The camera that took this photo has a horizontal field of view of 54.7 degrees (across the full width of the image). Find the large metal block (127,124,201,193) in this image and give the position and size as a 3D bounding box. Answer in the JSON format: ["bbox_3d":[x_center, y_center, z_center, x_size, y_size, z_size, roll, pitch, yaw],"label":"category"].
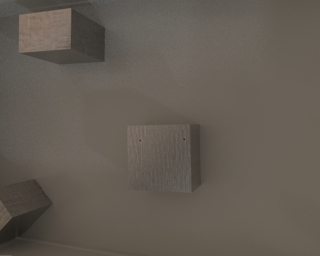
[{"bbox_3d":[0.006,0.036,0.395,0.080,0.050,0.080,-1,90,20],"label":"large metal block"}]

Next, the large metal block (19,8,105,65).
[{"bbox_3d":[-0.132,-0.122,0.428,0.080,0.080,0.050,1,91,20],"label":"large metal block"}]

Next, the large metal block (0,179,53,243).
[{"bbox_3d":[-0.224,0.127,0.461,0.080,0.080,0.050,-45,76,14],"label":"large metal block"}]
